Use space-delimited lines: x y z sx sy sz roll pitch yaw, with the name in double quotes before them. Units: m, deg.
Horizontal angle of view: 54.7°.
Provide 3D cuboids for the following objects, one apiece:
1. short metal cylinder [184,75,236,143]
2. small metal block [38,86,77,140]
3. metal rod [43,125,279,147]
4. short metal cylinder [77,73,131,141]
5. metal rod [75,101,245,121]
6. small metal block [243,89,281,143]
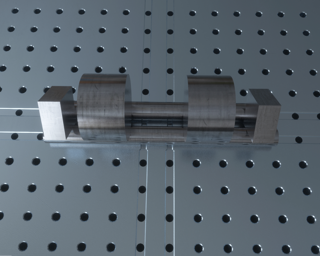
"short metal cylinder" 0.056 -0.022 0.368 0.050 0.080 0.080 1 70 0
"small metal block" -0.124 -0.019 0.381 0.025 0.050 0.050 1 28 1
"metal rod" 0.001 0.010 0.408 0.302 0.025 0.025 1 70 0
"short metal cylinder" -0.063 -0.024 0.368 0.050 0.080 0.080 1 70 0
"metal rod" 0.004 -0.023 0.420 0.302 0.025 0.025 1 70 0
"small metal block" 0.124 -0.016 0.381 0.025 0.050 0.050 0 29 1
